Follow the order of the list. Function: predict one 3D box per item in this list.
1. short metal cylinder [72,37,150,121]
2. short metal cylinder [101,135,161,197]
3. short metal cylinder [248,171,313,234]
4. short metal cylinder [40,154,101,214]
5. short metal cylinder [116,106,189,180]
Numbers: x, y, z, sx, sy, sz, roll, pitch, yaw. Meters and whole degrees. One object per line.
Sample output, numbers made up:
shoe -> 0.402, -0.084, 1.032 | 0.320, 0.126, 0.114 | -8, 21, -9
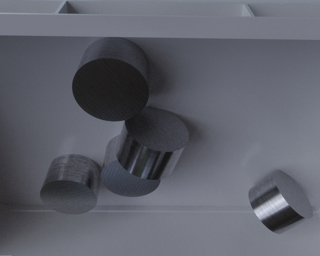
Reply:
short metal cylinder -> -0.052, -0.054, 0.346 | 0.081, 0.050, 0.079 | 0, 130, 0
short metal cylinder -> -0.039, 0.053, 0.437 | 0.081, 0.050, 0.079 | 0, 130, 0
short metal cylinder -> 0.182, 0.112, 0.470 | 0.080, 0.080, 0.050 | 29, 124, -23
short metal cylinder -> -0.131, 0.085, 0.464 | 0.081, 0.050, 0.079 | 0, 130, 0
short metal cylinder -> -0.010, 0.018, 0.388 | 0.081, 0.080, 0.050 | 13, 129, -11
